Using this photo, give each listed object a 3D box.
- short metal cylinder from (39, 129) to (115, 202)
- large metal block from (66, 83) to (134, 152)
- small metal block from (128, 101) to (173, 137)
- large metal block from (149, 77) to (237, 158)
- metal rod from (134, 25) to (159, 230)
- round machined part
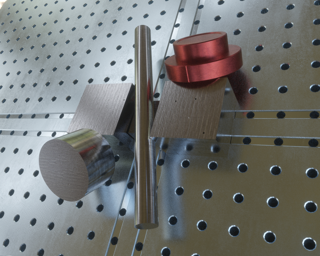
[{"bbox_3d":[-0.105,0.045,0.392,0.080,0.050,0.079,9,109,27],"label":"short metal cylinder"},{"bbox_3d":[-0.073,-0.016,0.441,0.080,0.050,0.080,2,63,29],"label":"large metal block"},{"bbox_3d":[-0.009,-0.009,0.419,0.050,0.025,0.050,1,62,28],"label":"small metal block"},{"bbox_3d":[0.043,-0.012,0.378,0.080,0.050,0.080,1,62,28],"label":"large metal block"},{"bbox_3d":[-0.020,-0.024,0.400,0.025,0.025,0.299,-16,55,19],"label":"metal rod"},{"bbox_3d":[0.053,-0.095,0.396,0.098,0.042,0.098,-11,24,5],"label":"round machined part"}]
